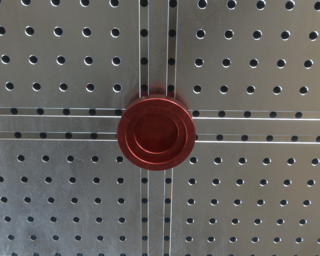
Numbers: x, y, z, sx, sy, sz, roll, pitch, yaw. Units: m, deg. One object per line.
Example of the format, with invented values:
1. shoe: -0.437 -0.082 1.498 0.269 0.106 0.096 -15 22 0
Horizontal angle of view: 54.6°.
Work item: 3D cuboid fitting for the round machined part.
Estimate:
1. round machined part: -0.005 0.003 0.405 0.099 0.042 0.097 0 110 0
